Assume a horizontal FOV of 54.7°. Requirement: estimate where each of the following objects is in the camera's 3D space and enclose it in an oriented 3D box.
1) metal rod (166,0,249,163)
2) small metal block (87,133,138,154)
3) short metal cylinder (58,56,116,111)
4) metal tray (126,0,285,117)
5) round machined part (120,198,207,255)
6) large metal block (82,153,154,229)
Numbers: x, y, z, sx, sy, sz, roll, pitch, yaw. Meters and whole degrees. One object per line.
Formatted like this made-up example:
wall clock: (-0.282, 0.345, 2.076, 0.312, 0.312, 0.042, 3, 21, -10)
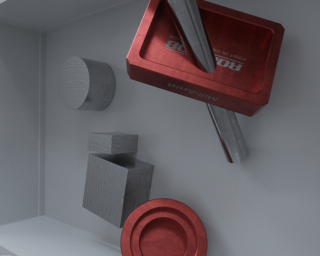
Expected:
metal rod: (0.027, -0.097, 0.289, 0.025, 0.025, 0.299, -7, 115, 39)
small metal block: (-0.067, 0.021, 0.444, 0.050, 0.050, 0.025, 5, 93, 39)
short metal cylinder: (-0.115, -0.067, 0.482, 0.080, 0.050, 0.079, 0, 90, 39)
metal tray: (0.044, -0.073, 0.297, 0.131, 0.030, 0.090, 18, 72, 2)
round machined part: (0.004, 0.137, 0.368, 0.098, 0.099, 0.042, 58, 161, 24)
large metal block: (-0.060, 0.083, 0.438, 0.080, 0.050, 0.079, 14, 99, 38)
